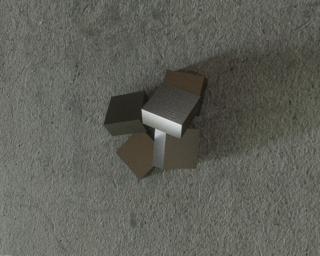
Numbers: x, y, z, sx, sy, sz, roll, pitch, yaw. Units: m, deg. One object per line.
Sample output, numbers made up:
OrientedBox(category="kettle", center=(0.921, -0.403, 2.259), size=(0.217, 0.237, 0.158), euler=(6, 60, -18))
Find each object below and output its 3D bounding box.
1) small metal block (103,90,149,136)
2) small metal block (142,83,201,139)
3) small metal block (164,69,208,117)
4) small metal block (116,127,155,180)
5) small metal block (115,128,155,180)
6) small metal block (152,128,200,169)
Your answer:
OrientedBox(category="small metal block", center=(-0.042, -0.019, 0.411), size=(0.050, 0.025, 0.050), euler=(-8, 50, 19))
OrientedBox(category="small metal block", center=(0.014, -0.021, 0.364), size=(0.050, 0.025, 0.050), euler=(23, 54, 18))
OrientedBox(category="small metal block", center=(0.030, -0.045, 0.399), size=(0.050, 0.025, 0.050), euler=(15, 95, 19))
OrientedBox(category="small metal block", center=(-0.022, 0.033, 0.417), size=(0.050, 0.025, 0.050), euler=(-46, 76, 14))
OrientedBox(category="small metal block", center=(-0.022, 0.033, 0.417), size=(0.050, 0.025, 0.050), euler=(-46, 76, 14))
OrientedBox(category="small metal block", center=(0.020, 0.024, 0.387), size=(0.025, 0.050, 0.050), euler=(6, 92, 58))
